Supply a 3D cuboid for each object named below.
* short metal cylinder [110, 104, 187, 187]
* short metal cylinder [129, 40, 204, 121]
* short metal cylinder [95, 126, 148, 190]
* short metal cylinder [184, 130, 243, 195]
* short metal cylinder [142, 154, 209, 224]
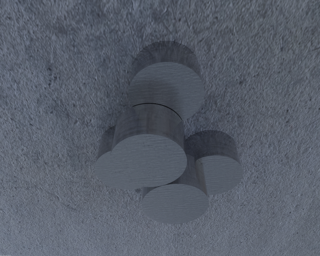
[{"bbox_3d":[-0.012,0.020,0.342,0.080,0.050,0.079,0,130,0],"label":"short metal cylinder"},{"bbox_3d":[0.007,-0.051,0.349,0.081,0.050,0.079,0,130,0],"label":"short metal cylinder"},{"bbox_3d":[-0.045,0.040,0.426,0.081,0.050,0.079,0,130,0],"label":"short metal cylinder"},{"bbox_3d":[0.071,0.049,0.434,0.081,0.050,0.079,0,130,0],"label":"short metal cylinder"},{"bbox_3d":[0.018,0.077,0.391,0.081,0.050,0.079,-1,130,0],"label":"short metal cylinder"}]
